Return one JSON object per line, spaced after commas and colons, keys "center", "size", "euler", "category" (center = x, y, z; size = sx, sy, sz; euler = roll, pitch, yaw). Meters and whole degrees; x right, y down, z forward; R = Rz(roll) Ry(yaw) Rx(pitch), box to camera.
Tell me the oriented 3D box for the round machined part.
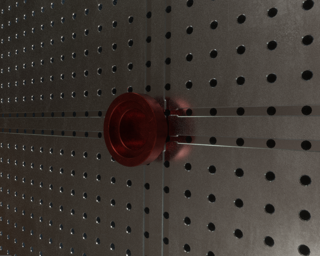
{"center": [-0.028, 0.002, 0.420], "size": [0.098, 0.042, 0.097], "euler": [0, 90, 39], "category": "round machined part"}
